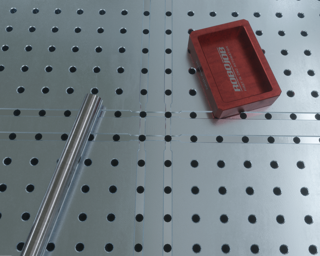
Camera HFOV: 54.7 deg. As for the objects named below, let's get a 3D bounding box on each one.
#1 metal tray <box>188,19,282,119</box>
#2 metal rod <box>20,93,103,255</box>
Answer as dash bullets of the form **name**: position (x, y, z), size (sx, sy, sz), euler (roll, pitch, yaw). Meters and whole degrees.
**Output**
- **metal tray**: position (0.102, -0.086, 0.441), size (0.091, 0.030, 0.130), euler (-15, 71, -6)
- **metal rod**: position (-0.131, 0.094, 0.375), size (0.025, 0.025, 0.299), euler (15, 70, 5)
